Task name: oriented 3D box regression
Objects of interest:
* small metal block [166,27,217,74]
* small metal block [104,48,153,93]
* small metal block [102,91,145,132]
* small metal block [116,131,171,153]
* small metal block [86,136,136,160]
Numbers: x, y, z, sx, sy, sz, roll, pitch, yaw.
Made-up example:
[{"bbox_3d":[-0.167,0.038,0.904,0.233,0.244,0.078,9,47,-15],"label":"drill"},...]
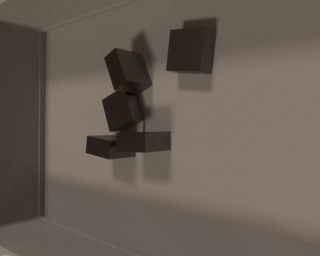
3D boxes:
[{"bbox_3d":[0.037,-0.092,0.375,0.050,0.025,0.050,10,96,39],"label":"small metal block"},{"bbox_3d":[-0.043,-0.077,0.424,0.025,0.050,0.050,-30,72,36],"label":"small metal block"},{"bbox_3d":[-0.054,-0.026,0.449,0.050,0.025,0.050,-26,74,37],"label":"small metal block"},{"bbox_3d":[-0.021,0.018,0.406,0.050,0.050,0.025,-2,89,39],"label":"small metal block"},{"bbox_3d":[-0.070,0.026,0.446,0.050,0.050,0.025,9,96,39],"label":"small metal block"}]
